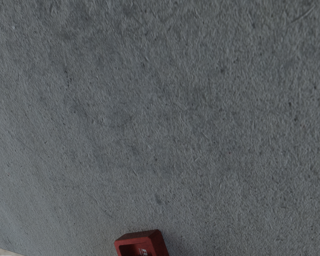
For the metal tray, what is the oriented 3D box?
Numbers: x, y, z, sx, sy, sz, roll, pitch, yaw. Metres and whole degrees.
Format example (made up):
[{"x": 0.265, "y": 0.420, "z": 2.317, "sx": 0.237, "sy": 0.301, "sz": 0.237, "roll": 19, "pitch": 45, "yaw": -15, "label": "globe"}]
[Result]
[{"x": -0.020, "y": 0.249, "z": 0.541, "sx": 0.090, "sy": 0.030, "sz": 0.129, "roll": -21, "pitch": 87, "yaw": 35, "label": "metal tray"}]
